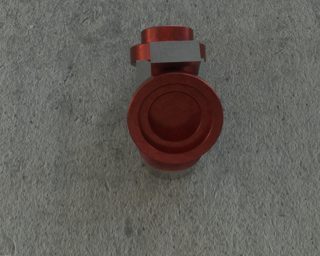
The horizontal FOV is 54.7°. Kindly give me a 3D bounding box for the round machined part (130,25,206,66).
[{"bbox_3d":[0.010,-0.105,0.405,0.099,0.098,0.042,-2,95,-1],"label":"round machined part"}]

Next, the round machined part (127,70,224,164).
[{"bbox_3d":[0.016,-0.014,0.336,0.099,0.042,0.097,-1,109,-1],"label":"round machined part"}]

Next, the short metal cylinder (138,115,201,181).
[{"bbox_3d":[0.013,0.022,0.389,0.081,0.050,0.080,0,70,0],"label":"short metal cylinder"}]

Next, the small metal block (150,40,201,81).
[{"bbox_3d":[0.015,-0.069,0.336,0.050,0.050,0.025,-3,70,-1],"label":"small metal block"}]

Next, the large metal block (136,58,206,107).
[{"bbox_3d":[0.013,-0.045,0.396,0.081,0.080,0.050,-2,70,-1],"label":"large metal block"}]
